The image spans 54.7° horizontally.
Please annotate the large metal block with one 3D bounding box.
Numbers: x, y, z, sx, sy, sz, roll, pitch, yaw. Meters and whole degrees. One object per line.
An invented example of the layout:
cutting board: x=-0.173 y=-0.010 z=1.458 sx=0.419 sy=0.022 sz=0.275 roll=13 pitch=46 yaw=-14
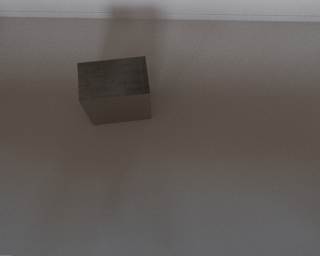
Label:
large metal block: x=-0.054 y=-0.045 z=0.396 sx=0.081 sy=0.080 sz=0.050 roll=-7 pitch=70 yaw=-3
